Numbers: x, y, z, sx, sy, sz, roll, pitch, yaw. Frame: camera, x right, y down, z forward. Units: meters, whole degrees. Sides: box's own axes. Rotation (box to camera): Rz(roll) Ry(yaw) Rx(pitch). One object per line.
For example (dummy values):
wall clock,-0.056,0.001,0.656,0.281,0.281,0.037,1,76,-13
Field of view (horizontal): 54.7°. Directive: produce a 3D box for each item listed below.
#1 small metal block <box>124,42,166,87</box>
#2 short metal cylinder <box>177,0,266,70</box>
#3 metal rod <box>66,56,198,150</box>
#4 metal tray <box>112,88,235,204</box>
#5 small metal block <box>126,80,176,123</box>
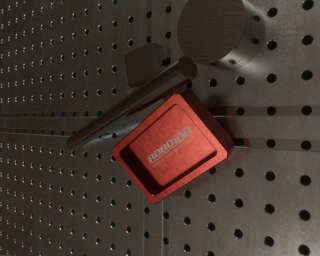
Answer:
small metal block,-0.019,-0.082,0.423,0.050,0.025,0.050,-15,81,38
short metal cylinder,0.066,-0.106,0.337,0.080,0.050,0.079,0,90,39
metal rod,-0.060,-0.016,0.416,0.299,0.025,0.025,-26,74,49
metal tray,0.011,0.025,0.374,0.129,0.030,0.090,-40,87,32
small metal block,-0.008,-0.035,0.398,0.050,0.025,0.050,-4,117,36
